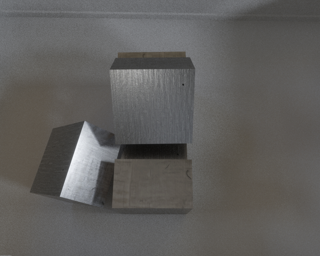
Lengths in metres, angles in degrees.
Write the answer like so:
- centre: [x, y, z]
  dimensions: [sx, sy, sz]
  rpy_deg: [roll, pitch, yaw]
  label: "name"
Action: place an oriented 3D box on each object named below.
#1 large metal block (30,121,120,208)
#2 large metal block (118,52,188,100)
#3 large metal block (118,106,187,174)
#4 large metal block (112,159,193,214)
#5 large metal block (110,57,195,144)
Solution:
- centre: [-0.096, 0.042, 0.353]
  dimensions: [0.050, 0.080, 0.080]
  rpy_deg: [28, 66, -36]
  label: "large metal block"
- centre: [-0.009, -0.054, 0.397]
  dimensions: [0.081, 0.080, 0.050]
  rpy_deg: [-1, 70, -1]
  label: "large metal block"
- centre: [-0.009, 0.013, 0.392]
  dimensions: [0.081, 0.050, 0.080]
  rpy_deg: [-1, 70, -1]
  label: "large metal block"
- centre: [-0.007, 0.069, 0.352]
  dimensions: [0.081, 0.080, 0.050]
  rpy_deg: [0, 70, 0]
  label: "large metal block"
- centre: [-0.007, -0.030, 0.330]
  dimensions: [0.081, 0.079, 0.050]
  rpy_deg: [-1, 25, -1]
  label: "large metal block"
